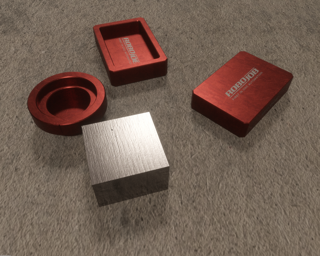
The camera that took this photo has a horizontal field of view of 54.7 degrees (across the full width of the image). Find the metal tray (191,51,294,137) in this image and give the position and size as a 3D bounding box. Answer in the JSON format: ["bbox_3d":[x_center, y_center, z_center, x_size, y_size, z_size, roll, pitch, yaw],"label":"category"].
[{"bbox_3d":[0.119,-0.054,0.447,0.090,0.030,0.131,35,58,25],"label":"metal tray"}]

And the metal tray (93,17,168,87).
[{"bbox_3d":[-0.051,-0.129,0.507,0.091,0.030,0.130,-15,52,-13],"label":"metal tray"}]

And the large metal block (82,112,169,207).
[{"bbox_3d":[-0.040,0.034,0.358,0.081,0.050,0.080,-13,51,-11],"label":"large metal block"}]

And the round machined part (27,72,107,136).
[{"bbox_3d":[-0.120,-0.028,0.414,0.099,0.042,0.098,0,50,0],"label":"round machined part"}]
